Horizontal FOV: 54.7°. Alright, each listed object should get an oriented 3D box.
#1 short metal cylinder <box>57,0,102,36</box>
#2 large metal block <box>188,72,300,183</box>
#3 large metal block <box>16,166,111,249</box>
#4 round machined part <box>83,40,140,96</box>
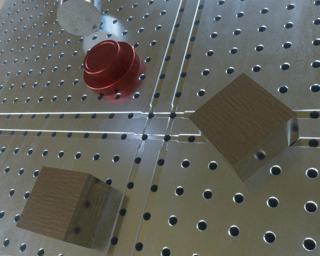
[{"bbox_3d":[-0.153,-0.225,0.592,0.080,0.080,0.050,-20,54,16],"label":"short metal cylinder"},{"bbox_3d":[0.092,-0.001,0.344,0.080,0.050,0.080,-39,51,2],"label":"large metal block"},{"bbox_3d":[-0.121,0.099,0.395,0.080,0.050,0.080,3,63,29],"label":"large metal block"},{"bbox_3d":[-0.085,-0.105,0.506,0.098,0.042,0.098,-13,56,21],"label":"round machined part"}]
